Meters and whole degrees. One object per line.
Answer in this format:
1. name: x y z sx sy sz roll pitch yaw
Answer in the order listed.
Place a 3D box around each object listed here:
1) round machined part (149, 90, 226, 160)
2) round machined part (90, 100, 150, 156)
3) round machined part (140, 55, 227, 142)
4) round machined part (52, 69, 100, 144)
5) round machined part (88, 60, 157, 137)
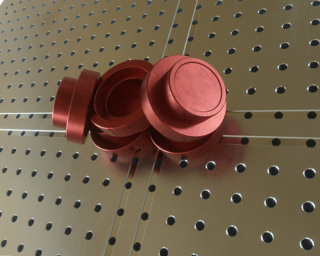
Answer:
1. round machined part: 0.030 -0.013 0.388 0.098 0.042 0.098 -13 56 20
2. round machined part: -0.057 -0.013 0.433 0.098 0.042 0.098 -13 56 20
3. round machined part: 0.032 -0.037 0.337 0.042 0.099 0.098 -37 35 59
4. round machined part: -0.110 -0.030 0.406 0.042 0.098 0.098 13 62 -8
5. round machined part: -0.036 -0.032 0.379 0.098 0.042 0.098 -13 56 20
